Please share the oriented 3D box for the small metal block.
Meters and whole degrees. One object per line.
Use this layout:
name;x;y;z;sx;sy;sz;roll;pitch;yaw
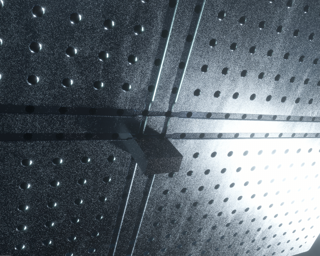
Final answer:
small metal block;-0.005;0.037;0.417;0.050;0.050;0.025;-1;119;-28
